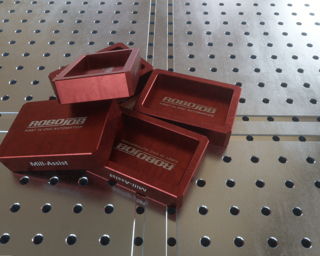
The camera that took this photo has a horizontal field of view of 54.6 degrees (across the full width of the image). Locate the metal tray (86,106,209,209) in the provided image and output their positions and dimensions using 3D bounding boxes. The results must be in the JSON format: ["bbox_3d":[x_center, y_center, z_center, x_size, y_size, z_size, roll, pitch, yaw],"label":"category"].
[{"bbox_3d":[-0.017,0.031,0.377,0.130,0.030,0.090,20,53,16],"label":"metal tray"}]

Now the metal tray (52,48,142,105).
[{"bbox_3d":[-0.075,-0.073,0.410,0.090,0.030,0.130,-6,26,5],"label":"metal tray"}]

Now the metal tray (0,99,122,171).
[{"bbox_3d":[-0.120,0.005,0.377,0.130,0.030,0.090,-4,49,15],"label":"metal tray"}]

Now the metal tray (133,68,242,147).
[{"bbox_3d":[0.039,-0.032,0.430,0.130,0.030,0.090,14,52,11],"label":"metal tray"}]

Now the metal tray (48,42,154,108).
[{"bbox_3d":[-0.085,-0.074,0.465,0.131,0.030,0.090,-32,56,-24],"label":"metal tray"}]
